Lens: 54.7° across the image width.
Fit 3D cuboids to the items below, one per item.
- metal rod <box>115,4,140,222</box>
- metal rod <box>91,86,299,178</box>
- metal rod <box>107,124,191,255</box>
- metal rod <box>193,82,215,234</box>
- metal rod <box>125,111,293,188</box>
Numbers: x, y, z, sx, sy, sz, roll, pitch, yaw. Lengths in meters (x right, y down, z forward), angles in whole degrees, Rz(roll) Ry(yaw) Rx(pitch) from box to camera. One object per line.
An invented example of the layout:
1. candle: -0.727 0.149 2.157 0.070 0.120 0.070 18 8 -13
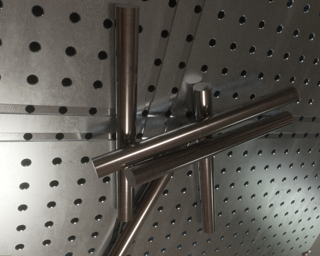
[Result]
1. metal rod: -0.043 0.004 0.391 0.025 0.025 0.298 -10 123 -23
2. metal rod: 0.059 -0.001 0.410 0.302 0.025 0.025 -20 126 -17
3. metal rod: -0.027 0.126 0.476 0.025 0.025 0.298 17 109 -35
4. metal rod: 0.074 0.066 0.494 0.025 0.025 0.298 -20 127 -17
5. metal rod: 0.089 0.021 0.443 0.303 0.025 0.025 -17 126 -31
